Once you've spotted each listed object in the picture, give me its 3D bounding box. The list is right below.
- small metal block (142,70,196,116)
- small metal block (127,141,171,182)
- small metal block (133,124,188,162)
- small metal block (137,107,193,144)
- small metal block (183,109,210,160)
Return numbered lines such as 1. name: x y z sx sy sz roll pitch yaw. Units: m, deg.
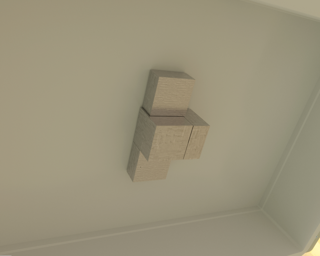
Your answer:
1. small metal block: 0.011 -0.043 0.385 0.050 0.025 0.050 0 119 -28
2. small metal block: -0.014 0.045 0.426 0.050 0.025 0.050 0 119 -28
3. small metal block: 0.000 0.018 0.401 0.050 0.050 0.025 0 119 -28
4. small metal block: 0.005 -0.004 0.390 0.050 0.050 0.025 0 119 -28
5. small metal block: 0.036 0.007 0.414 0.025 0.050 0.050 0 119 -28
